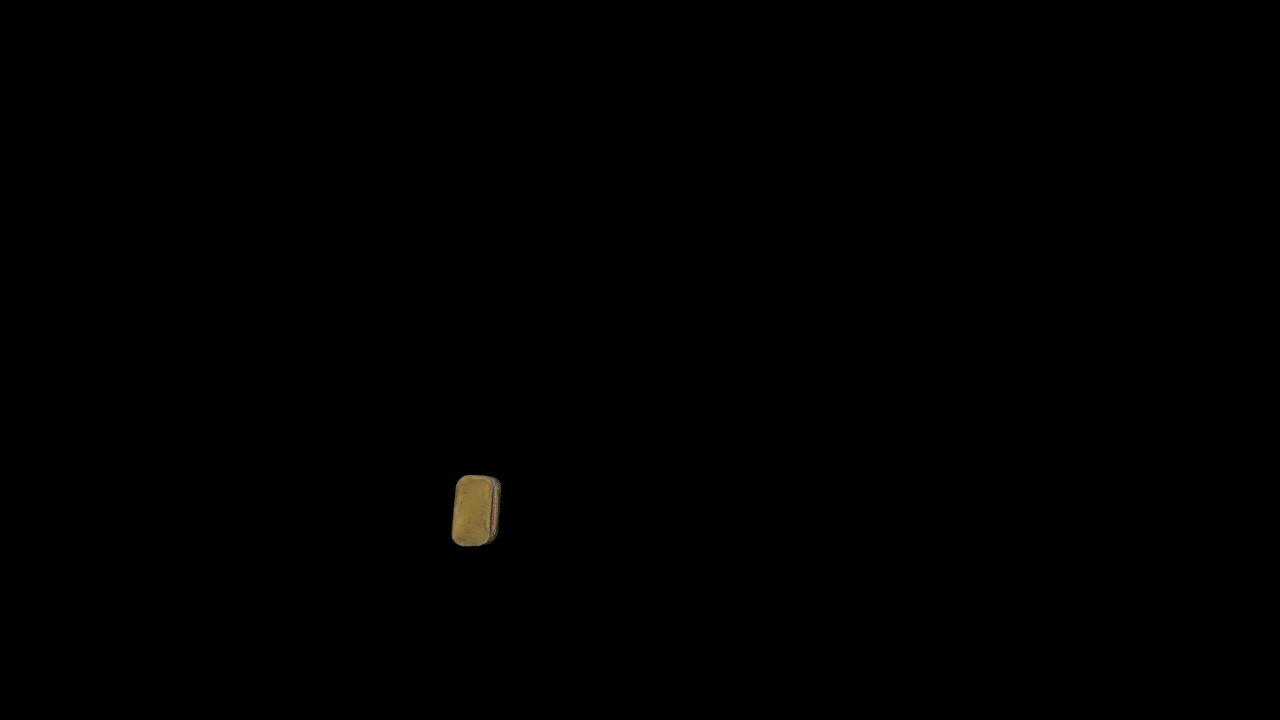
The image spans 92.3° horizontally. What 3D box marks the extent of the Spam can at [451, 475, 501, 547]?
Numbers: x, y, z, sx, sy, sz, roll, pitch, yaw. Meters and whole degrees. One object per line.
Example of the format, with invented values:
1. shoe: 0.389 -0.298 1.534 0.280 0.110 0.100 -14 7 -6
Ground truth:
1. Spam can: -0.237 0.217 0.892 0.058 0.101 0.085 2 -14 -6
